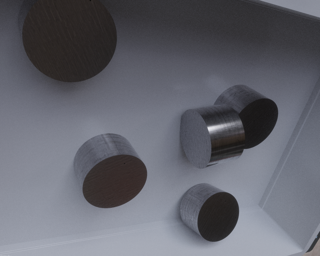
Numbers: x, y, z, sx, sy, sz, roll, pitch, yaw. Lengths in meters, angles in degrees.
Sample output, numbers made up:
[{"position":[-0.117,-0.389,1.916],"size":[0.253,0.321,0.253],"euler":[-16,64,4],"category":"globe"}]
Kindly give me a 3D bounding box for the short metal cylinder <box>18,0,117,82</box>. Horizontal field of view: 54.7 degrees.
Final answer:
[{"position":[-0.087,-0.089,0.290],"size":[0.081,0.050,0.079],"euler":[-14,124,-21],"category":"short metal cylinder"}]

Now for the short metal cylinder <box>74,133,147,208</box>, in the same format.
[{"position":[-0.063,0.053,0.391],"size":[0.081,0.050,0.079],"euler":[-14,124,-21],"category":"short metal cylinder"}]

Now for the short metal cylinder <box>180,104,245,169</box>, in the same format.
[{"position":[0.068,0.010,0.416],"size":[0.050,0.080,0.079],"euler":[-11,123,-22],"category":"short metal cylinder"}]

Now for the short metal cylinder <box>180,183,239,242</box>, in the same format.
[{"position":[0.080,0.135,0.503],"size":[0.081,0.050,0.079],"euler":[-4,98,-27],"category":"short metal cylinder"}]

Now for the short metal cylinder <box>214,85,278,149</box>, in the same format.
[{"position":[0.121,-0.016,0.448],"size":[0.081,0.050,0.079],"euler":[-14,124,-21],"category":"short metal cylinder"}]
